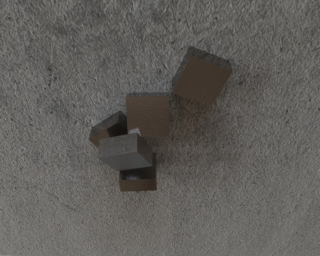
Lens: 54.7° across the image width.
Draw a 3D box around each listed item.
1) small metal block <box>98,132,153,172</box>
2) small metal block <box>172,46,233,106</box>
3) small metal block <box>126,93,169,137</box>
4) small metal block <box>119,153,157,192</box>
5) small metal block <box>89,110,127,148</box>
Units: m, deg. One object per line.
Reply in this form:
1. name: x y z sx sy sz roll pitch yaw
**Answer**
1. small metal block: -0.042 0.031 0.387 0.050 0.025 0.050 -11 151 16
2. small metal block: 0.047 -0.059 0.357 0.050 0.025 0.050 17 128 -14
3. small metal block: -0.014 -0.017 0.381 0.050 0.025 0.050 -1 107 0
4. small metal block: -0.030 0.063 0.444 0.050 0.050 0.025 -2 130 1
5. small metal block: -0.058 0.011 0.416 0.050 0.025 0.050 -29 125 22
